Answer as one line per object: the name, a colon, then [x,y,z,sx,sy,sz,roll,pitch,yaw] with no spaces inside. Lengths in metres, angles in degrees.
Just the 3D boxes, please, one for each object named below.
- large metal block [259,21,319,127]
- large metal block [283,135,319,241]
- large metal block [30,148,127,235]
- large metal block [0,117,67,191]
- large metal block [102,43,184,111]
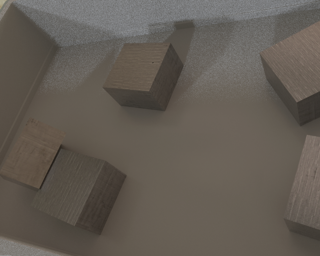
large metal block: [0.169,-0.061,0.339,0.080,0.050,0.080,-28,52,11]
large metal block: [0.162,0.059,0.268,0.080,0.050,0.080,12,68,33]
large metal block: [-0.102,0.079,0.395,0.080,0.050,0.080,10,67,32]
large metal block: [-0.176,0.040,0.432,0.080,0.050,0.080,-31,36,63]
large metal block: [-0.023,-0.075,0.448,0.080,0.050,0.080,9,66,32]
